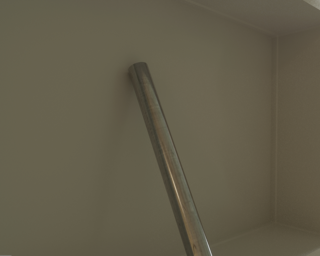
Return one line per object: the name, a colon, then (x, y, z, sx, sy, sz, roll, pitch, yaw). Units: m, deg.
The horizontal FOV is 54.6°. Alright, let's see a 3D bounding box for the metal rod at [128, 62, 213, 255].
metal rod: (0.017, 0.060, 0.339, 0.025, 0.025, 0.299, -2, 66, -40)
